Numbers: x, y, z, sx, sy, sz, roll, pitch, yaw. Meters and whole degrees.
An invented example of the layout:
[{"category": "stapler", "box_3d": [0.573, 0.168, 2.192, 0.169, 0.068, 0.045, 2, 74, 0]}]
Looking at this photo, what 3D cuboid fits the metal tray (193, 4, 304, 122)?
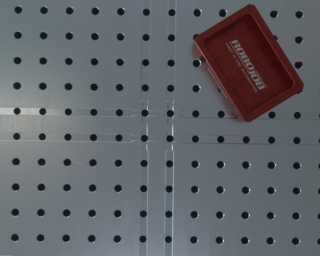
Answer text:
[{"category": "metal tray", "box_3d": [0.115, -0.083, 0.411, 0.090, 0.030, 0.130, -32, 90, 0]}]
